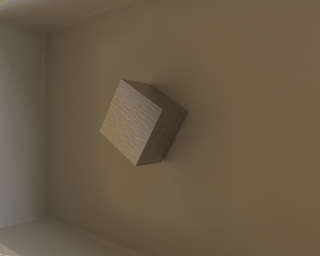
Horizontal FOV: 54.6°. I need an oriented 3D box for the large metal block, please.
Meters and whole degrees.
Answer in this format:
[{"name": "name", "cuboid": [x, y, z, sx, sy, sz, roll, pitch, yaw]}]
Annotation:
[{"name": "large metal block", "cuboid": [-0.024, -0.008, 0.407, 0.080, 0.050, 0.080, 39, 113, 33]}]
